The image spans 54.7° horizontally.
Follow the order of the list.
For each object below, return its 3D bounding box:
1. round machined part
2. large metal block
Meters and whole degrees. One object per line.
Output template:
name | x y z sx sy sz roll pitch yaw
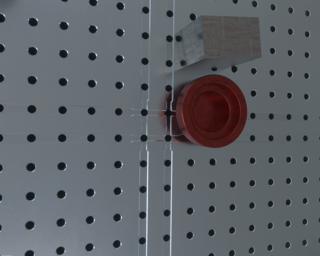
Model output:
round machined part | 0.067 -0.022 0.428 0.099 0.042 0.097 0 90 -20
large metal block | 0.074 -0.110 0.410 0.081 0.080 0.050 -6 92 -20
